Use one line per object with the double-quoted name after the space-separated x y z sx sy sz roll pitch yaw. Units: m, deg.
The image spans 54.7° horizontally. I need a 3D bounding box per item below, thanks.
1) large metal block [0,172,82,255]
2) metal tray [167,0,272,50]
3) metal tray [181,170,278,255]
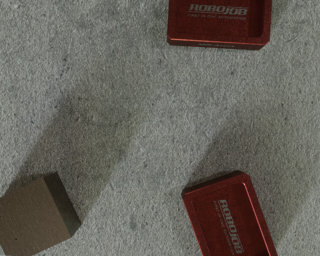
-0.160 0.112 0.396 0.080 0.050 0.080 -25 90 0 "large metal block"
0.077 -0.153 0.407 0.131 0.030 0.089 3 90 0 "metal tray"
0.091 0.131 0.408 0.090 0.030 0.129 -20 90 0 "metal tray"
